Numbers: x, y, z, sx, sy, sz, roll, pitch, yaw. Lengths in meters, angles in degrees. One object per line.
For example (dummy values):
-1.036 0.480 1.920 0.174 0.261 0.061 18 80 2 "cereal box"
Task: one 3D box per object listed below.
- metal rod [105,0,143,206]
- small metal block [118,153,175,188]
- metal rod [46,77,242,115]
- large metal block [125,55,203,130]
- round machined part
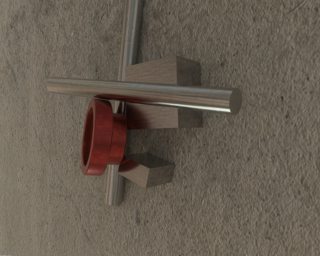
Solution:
-0.052 -0.037 0.445 0.025 0.025 0.298 11 97 39 "metal rod"
-0.017 0.053 0.401 0.050 0.050 0.025 20 103 38 "small metal block"
-0.046 -0.044 0.375 0.300 0.025 0.025 10 97 39 "metal rod"
0.004 -0.039 0.384 0.080 0.050 0.079 -3 88 39 "large metal block"
-0.072 0.013 0.400 0.098 0.042 0.097 -173 90 -69 "round machined part"
